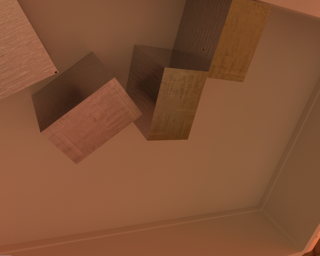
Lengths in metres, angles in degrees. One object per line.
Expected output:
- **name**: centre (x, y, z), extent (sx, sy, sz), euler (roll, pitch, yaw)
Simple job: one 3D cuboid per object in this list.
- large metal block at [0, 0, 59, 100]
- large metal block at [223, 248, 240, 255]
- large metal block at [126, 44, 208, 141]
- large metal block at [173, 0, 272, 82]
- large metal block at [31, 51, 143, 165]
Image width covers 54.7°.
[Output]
- **large metal block**: centre (-0.148, -0.073, 0.267), extent (0.080, 0.050, 0.080), euler (-29, 128, -10)
- **large metal block**: centre (0.153, 0.323, 0.679), extent (0.080, 0.050, 0.080), euler (-32, 129, -8)
- **large metal block**: centre (0.001, -0.041, 0.348), extent (0.050, 0.080, 0.079), euler (0, 119, -28)
- **large metal block**: centre (0.063, -0.105, 0.342), extent (0.050, 0.080, 0.079), euler (2, 118, -30)
- **large metal block**: centre (-0.077, -0.024, 0.316), extent (0.080, 0.080, 0.050), euler (-38, 129, -3)
